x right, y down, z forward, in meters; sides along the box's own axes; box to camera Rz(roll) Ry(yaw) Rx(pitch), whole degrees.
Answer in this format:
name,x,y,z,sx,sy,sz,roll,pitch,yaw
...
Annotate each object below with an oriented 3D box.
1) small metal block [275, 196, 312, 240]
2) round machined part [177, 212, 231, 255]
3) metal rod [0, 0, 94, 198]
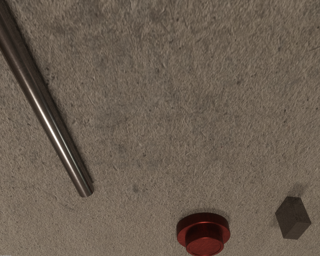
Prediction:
name,x,y,z,sx,sy,sz,roll,pitch,yaw
small metal block,0.224,0.152,0.524,0.025,0.050,0.050,7,130,-7
round machined part,0.080,0.201,0.569,0.099,0.042,0.097,-1,130,0
metal rod,-0.141,-0.012,0.394,0.025,0.025,0.298,-8,130,6
